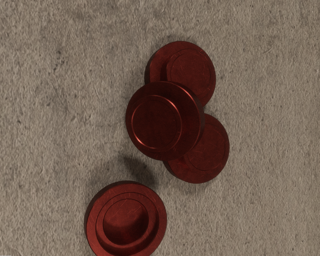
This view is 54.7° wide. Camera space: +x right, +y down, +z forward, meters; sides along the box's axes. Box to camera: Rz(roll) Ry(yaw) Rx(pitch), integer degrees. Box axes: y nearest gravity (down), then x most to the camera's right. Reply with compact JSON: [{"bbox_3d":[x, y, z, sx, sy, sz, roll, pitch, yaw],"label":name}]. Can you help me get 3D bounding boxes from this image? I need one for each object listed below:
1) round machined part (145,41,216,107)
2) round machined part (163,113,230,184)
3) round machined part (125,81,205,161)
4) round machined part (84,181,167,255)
[{"bbox_3d":[0.033,-0.068,0.413,0.099,0.042,0.097,0,90,-21],"label":"round machined part"},{"bbox_3d":[0.053,0.027,0.421,0.099,0.042,0.097,0,90,-21],"label":"round machined part"},{"bbox_3d":[0.001,-0.007,0.372,0.098,0.042,0.097,4,101,22],"label":"round machined part"},{"bbox_3d":[-0.044,0.114,0.385,0.099,0.042,0.097,0,90,-21],"label":"round machined part"}]
